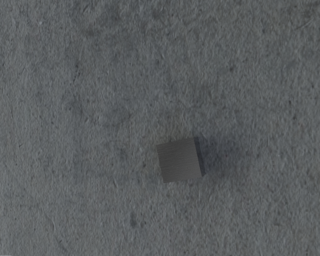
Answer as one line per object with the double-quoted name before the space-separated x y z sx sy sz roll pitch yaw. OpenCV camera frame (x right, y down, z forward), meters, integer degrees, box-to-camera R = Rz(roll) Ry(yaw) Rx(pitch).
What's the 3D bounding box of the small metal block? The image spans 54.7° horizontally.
"small metal block" 0.027 0.041 0.399 0.050 0.025 0.050 -13 86 19
